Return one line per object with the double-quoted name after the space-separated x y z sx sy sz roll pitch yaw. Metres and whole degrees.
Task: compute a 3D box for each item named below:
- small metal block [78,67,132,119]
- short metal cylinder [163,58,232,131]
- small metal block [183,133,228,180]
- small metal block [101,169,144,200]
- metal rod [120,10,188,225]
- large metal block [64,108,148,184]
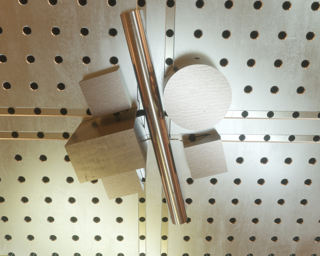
-0.068 -0.044 0.396 0.050 0.025 0.050 -16 110 5 "small metal block"
0.044 -0.043 0.384 0.081 0.050 0.079 0 110 -1 "short metal cylinder"
0.063 0.039 0.428 0.050 0.025 0.050 -14 110 4 "small metal block"
-0.054 0.068 0.438 0.050 0.025 0.050 -15 110 5 "small metal block"
-0.003 0.001 0.413 0.025 0.025 0.298 -12 110 4 "metal rod"
-0.062 0.019 0.389 0.080 0.080 0.050 -14 110 5 "large metal block"
